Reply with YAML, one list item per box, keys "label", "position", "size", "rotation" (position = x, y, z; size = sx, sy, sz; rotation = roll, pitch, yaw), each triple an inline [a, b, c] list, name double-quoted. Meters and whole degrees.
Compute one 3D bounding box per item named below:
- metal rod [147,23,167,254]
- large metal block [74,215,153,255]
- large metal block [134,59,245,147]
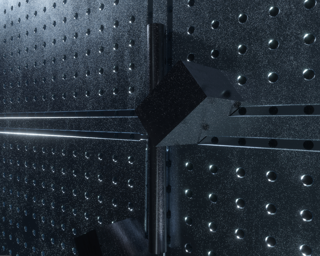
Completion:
- label: "metal rod"
  position: [-0.004, 0.013, 0.412]
  size: [0.025, 0.025, 0.298]
  rotation: [-1, 90, 40]
- label: "large metal block"
  position: [-0.059, 0.173, 0.422]
  size: [0.050, 0.081, 0.080]
  rotation: [-33, 70, 35]
- label: "large metal block"
  position: [0.033, -0.024, 0.346]
  size: [0.080, 0.081, 0.050]
  rotation: [-45, 63, 30]
